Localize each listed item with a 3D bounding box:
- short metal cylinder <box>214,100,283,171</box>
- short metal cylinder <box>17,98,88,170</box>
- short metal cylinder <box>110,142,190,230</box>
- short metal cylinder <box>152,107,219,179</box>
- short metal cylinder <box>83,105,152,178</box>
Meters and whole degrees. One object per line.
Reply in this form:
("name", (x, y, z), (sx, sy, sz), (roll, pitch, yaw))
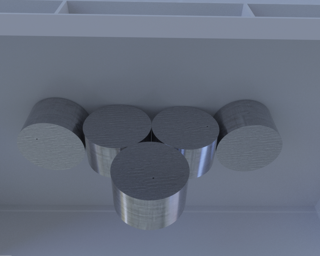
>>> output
("short metal cylinder", (0.110, 0.011, 0.401), (0.081, 0.050, 0.079), (0, 130, 0))
("short metal cylinder", (-0.132, 0.009, 0.396), (0.081, 0.050, 0.079), (0, 130, 0))
("short metal cylinder", (-0.011, 0.060, 0.331), (0.081, 0.080, 0.050), (1, 130, -1))
("short metal cylinder", (0.030, 0.017, 0.385), (0.081, 0.080, 0.050), (1, 130, -1))
("short metal cylinder", (-0.051, 0.015, 0.383), (0.081, 0.080, 0.050), (1, 130, -1))
